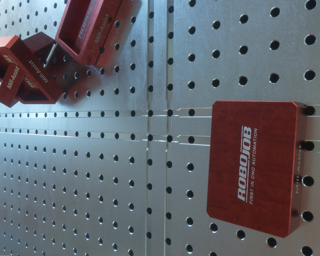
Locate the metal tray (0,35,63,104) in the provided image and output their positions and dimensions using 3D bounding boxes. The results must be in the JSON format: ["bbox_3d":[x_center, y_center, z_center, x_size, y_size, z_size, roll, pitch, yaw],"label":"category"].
[{"bbox_3d":[-0.243,-0.095,0.538,0.090,0.130,0.030,2,53,27],"label":"metal tray"}]

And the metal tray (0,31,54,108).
[{"bbox_3d":[-0.250,-0.109,0.577,0.030,0.090,0.129,32,118,-11],"label":"metal tray"}]

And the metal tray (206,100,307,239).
[{"bbox_3d":[0.098,0.037,0.326,0.090,0.030,0.129,5,93,40],"label":"metal tray"}]

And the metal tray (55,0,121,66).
[{"bbox_3d":[-0.119,-0.180,0.505,0.090,0.030,0.129,43,116,31],"label":"metal tray"}]
